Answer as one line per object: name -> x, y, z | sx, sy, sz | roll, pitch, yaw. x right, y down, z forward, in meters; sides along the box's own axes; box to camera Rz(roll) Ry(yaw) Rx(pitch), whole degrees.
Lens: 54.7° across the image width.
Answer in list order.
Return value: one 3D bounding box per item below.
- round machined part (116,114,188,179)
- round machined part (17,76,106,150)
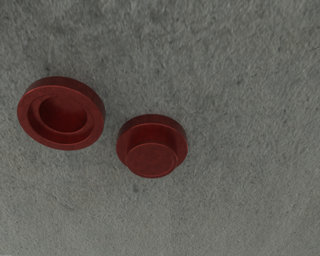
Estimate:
round machined part -> -0.011, 0.032, 0.423 | 0.099, 0.042, 0.097 | -1, 130, 0
round machined part -> -0.115, -0.021, 0.376 | 0.099, 0.042, 0.097 | -1, 130, 0
